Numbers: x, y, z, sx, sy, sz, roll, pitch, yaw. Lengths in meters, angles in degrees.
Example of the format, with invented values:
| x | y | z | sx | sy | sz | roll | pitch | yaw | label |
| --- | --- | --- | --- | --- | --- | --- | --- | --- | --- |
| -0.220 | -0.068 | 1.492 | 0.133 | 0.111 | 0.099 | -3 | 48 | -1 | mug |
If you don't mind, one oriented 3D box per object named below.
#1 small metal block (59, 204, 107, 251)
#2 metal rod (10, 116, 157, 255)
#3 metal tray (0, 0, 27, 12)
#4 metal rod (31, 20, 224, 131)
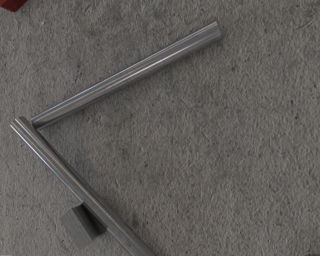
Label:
| x | y | z | sx | sy | sz | roll | pitch | yaw | label |
| --- | --- | --- | --- | --- | --- | --- | --- | --- | --- |
| -0.103 | 0.134 | 0.432 | 0.025 | 0.050 | 0.050 | -41 | 77 | 16 | small metal block |
| -0.104 | 0.093 | 0.434 | 0.300 | 0.025 | 0.025 | 43 | 104 | 10 | metal rod |
| -0.216 | -0.258 | 0.482 | 0.130 | 0.030 | 0.090 | -34 | 79 | 16 | metal tray |
| -0.057 | -0.065 | 0.428 | 0.300 | 0.025 | 0.025 | -24 | 82 | 18 | metal rod |
